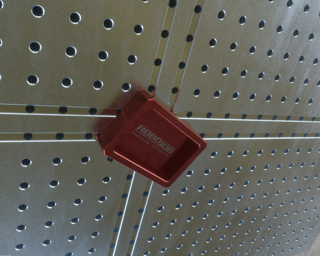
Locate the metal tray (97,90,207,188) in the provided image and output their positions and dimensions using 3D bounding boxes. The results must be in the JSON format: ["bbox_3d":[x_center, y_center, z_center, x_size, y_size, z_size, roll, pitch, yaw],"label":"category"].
[{"bbox_3d":[-0.006,0.020,0.418,0.090,0.030,0.130,-49,129,6],"label":"metal tray"}]
